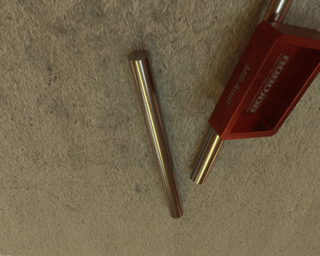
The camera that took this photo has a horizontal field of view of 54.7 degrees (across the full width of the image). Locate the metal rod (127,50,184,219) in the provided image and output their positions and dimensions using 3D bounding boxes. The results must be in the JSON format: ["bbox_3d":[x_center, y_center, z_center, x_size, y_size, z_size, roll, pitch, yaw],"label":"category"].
[{"bbox_3d":[0.003,0.032,0.434,0.025,0.025,0.298,-8,130,6],"label":"metal rod"}]

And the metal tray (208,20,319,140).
[{"bbox_3d":[0.119,-0.045,0.340,0.091,0.030,0.129,-3,133,-30],"label":"metal tray"}]

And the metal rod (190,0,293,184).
[{"bbox_3d":[0.090,-0.035,0.377,0.025,0.025,0.298,9,130,-8],"label":"metal rod"}]
